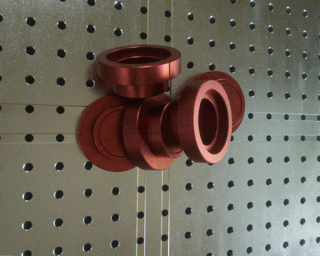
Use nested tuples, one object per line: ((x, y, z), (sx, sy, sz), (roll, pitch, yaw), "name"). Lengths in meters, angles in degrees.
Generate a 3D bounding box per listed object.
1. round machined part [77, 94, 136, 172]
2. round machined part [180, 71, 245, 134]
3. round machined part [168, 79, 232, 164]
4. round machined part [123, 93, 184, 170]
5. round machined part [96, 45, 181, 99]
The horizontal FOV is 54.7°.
((-0.051, 0.006, 0.386), (0.099, 0.042, 0.097), (0, 90, -21), "round machined part")
((0.079, -0.032, 0.434), (0.099, 0.042, 0.097), (0, 90, -21), "round machined part")
((0.046, -0.007, 0.371), (0.099, 0.042, 0.097), (2, 87, -53), "round machined part")
((0.002, 0.003, 0.380), (0.099, 0.042, 0.097), (8, 80, -57), "round machined part")
((-0.024, -0.067, 0.371), (0.099, 0.098, 0.042), (-13, 120, -20), "round machined part")
